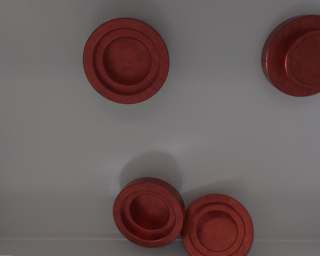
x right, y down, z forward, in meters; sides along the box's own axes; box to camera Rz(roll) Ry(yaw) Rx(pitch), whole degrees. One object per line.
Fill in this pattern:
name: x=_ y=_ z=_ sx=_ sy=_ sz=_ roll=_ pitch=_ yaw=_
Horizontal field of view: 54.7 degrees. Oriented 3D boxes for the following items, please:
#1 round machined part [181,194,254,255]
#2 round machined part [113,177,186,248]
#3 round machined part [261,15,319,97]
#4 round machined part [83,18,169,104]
round machined part: x=0.081 y=0.147 z=0.437 sx=0.098 sy=0.098 sz=0.042 roll=-18 pitch=146 yaw=6
round machined part: x=-0.013 y=0.114 z=0.437 sx=0.098 sy=0.042 sz=0.097 roll=3 pitch=105 yaw=11
round machined part: x=0.177 y=-0.084 z=0.373 sx=0.099 sy=0.042 sz=0.097 roll=0 pitch=110 yaw=0
round machined part: x=-0.039 y=-0.081 z=0.372 sx=0.099 sy=0.042 sz=0.097 roll=0 pitch=110 yaw=0
